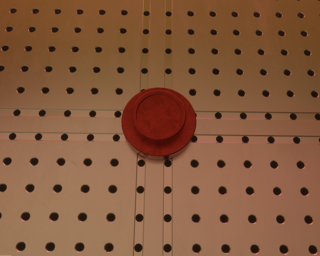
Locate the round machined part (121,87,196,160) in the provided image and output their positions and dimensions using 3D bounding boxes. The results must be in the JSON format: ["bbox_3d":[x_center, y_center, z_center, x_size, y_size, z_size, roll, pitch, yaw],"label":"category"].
[{"bbox_3d":[-0.001,-0.010,0.406,0.099,0.042,0.098,0,70,-1],"label":"round machined part"}]
